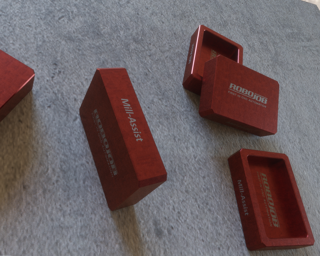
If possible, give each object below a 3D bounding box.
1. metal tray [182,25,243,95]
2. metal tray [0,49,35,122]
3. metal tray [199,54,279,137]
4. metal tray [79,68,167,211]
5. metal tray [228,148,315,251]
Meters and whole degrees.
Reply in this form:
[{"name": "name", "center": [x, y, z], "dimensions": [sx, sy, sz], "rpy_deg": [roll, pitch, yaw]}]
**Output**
[{"name": "metal tray", "center": [0.091, -0.104, 0.515], "dimensions": [0.090, 0.030, 0.130], "rpy_deg": [23, 53, -15]}, {"name": "metal tray", "center": [-0.214, -0.058, 0.321], "dimensions": [0.130, 0.030, 0.090], "rpy_deg": [32, 51, -8]}, {"name": "metal tray", "center": [0.124, -0.046, 0.471], "dimensions": [0.131, 0.030, 0.090], "rpy_deg": [16, 73, -27]}, {"name": "metal tray", "center": [-0.046, 0.012, 0.330], "dimensions": [0.030, 0.090, 0.130], "rpy_deg": [-9, 66, -32]}, {"name": "metal tray", "center": [0.150, 0.096, 0.424], "dimensions": [0.091, 0.030, 0.130], "rpy_deg": [8, 58, -24]}]
